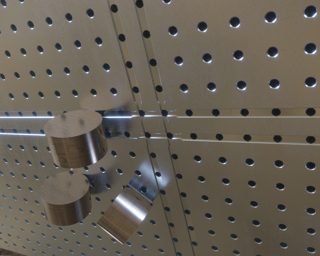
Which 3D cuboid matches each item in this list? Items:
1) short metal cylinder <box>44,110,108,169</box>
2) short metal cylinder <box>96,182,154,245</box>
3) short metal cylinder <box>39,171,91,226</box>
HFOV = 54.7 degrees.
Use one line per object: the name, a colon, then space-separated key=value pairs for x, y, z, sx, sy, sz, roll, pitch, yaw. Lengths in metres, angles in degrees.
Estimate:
short metal cylinder: x=-0.119 y=0.014 z=0.445 sx=0.080 sy=0.080 sz=0.050 roll=9 pitch=122 yaw=23
short metal cylinder: x=-0.054 y=0.133 z=0.484 sx=0.050 sy=0.080 sz=0.080 roll=38 pitch=129 yaw=2
short metal cylinder: x=-0.160 y=0.120 z=0.532 sx=0.080 sy=0.080 sz=0.050 roll=15 pitch=125 yaw=19
